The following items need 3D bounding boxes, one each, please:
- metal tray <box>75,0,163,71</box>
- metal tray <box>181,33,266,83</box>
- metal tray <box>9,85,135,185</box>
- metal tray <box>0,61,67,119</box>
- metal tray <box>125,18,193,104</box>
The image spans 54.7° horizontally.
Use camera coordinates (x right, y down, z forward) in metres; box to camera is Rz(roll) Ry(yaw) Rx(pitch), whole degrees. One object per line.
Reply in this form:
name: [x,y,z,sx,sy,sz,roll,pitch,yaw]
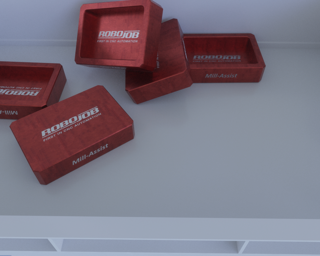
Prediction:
metal tray: [-0.063,-0.132,0.444,0.130,0.089,0.030,10,5,32]
metal tray: [0.092,-0.113,0.497,0.131,0.030,0.090,-1,50,-1]
metal tray: [-0.110,0.003,0.398,0.131,0.030,0.090,-28,56,-22]
metal tray: [-0.212,-0.056,0.446,0.131,0.030,0.090,3,50,2]
metal tray: [-0.005,-0.104,0.467,0.090,0.030,0.130,-17,49,14]
